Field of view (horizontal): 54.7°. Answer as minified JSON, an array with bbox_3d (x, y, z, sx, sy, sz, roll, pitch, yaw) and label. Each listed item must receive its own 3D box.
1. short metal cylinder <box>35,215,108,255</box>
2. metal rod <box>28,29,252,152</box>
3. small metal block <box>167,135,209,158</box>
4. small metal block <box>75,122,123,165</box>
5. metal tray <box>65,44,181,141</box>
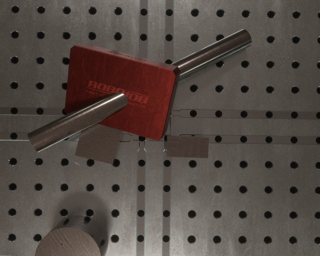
[{"bbox_3d":[-0.112,0.160,0.400,0.081,0.050,0.079,0,90,-1],"label":"short metal cylinder"},{"bbox_3d":[-0.016,-0.052,0.387,0.302,0.025,0.025,-28,90,-11],"label":"metal rod"},{"bbox_3d":[0.034,0.023,0.401,0.050,0.050,0.025,2,90,-1],"label":"small metal block"},{"bbox_3d":[-0.079,0.017,0.412,0.050,0.025,0.050,14,90,-1],"label":"small metal block"},{"bbox_3d":[-0.048,-0.045,0.385,0.131,0.030,0.089,16,112,7],"label":"metal tray"}]
